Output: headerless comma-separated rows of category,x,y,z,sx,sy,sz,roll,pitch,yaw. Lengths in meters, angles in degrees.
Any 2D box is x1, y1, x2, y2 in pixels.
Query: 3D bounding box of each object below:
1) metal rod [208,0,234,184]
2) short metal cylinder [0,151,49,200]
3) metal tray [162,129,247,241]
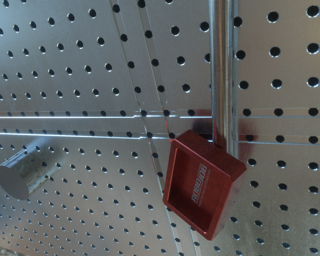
metal rod,0.070,-0.038,0.350,0.025,0.025,0.298,7,122,24
short metal cylinder,-0.262,0.090,0.589,0.080,0.050,0.079,13,124,21
metal tray,0.051,0.076,0.403,0.090,0.030,0.129,34,137,29
